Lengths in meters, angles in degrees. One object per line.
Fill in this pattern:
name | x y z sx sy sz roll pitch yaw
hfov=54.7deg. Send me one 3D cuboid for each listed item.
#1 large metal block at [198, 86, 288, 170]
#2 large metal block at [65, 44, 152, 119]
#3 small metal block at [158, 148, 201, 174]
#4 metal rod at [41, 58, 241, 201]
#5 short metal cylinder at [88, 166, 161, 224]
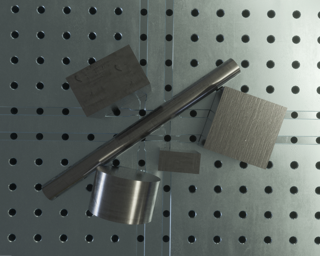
large metal block | 0.103 0.000 0.400 0.080 0.050 0.080 19 90 -1
large metal block | -0.058 -0.053 0.386 0.080 0.080 0.050 -28 90 0
small metal block | 0.024 0.041 0.401 0.050 0.050 0.025 5 90 -1
metal rod | -0.024 0.001 0.412 0.301 0.025 0.025 -34 90 -1
short metal cylinder | -0.044 0.081 0.385 0.080 0.080 0.050 12 90 -1
